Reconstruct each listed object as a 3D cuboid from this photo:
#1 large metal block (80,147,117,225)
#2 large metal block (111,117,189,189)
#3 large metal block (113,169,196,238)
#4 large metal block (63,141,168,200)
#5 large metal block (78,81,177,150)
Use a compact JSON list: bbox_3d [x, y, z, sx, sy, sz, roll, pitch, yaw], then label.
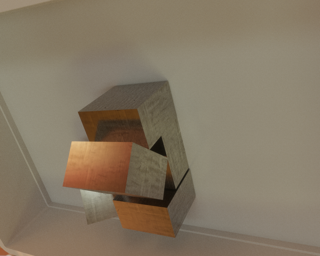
[{"bbox_3d":[-0.092,0.079,0.456,0.050,0.080,0.079,-11,123,-15],"label":"large metal block"},{"bbox_3d":[-0.014,0.032,0.419,0.080,0.050,0.080,-1,118,28],"label":"large metal block"},{"bbox_3d":[-0.005,0.098,0.432,0.080,0.080,0.050,1,119,27],"label":"large metal block"},{"bbox_3d":[-0.047,0.049,0.352,0.080,0.080,0.050,-1,73,28],"label":"large metal block"},{"bbox_3d":[-0.036,-0.016,0.378,0.080,0.080,0.050,-1,118,28],"label":"large metal block"}]
